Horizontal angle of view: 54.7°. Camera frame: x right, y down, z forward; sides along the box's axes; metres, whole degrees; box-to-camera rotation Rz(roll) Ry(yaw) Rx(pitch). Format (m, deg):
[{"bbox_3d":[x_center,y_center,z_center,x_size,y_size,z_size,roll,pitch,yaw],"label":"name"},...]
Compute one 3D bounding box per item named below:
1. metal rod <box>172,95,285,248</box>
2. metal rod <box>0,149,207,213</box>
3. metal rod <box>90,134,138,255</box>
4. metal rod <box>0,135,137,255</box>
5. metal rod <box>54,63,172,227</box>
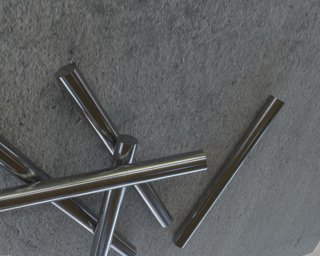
[{"bbox_3d":[0.107,0.079,0.514,0.025,0.025,0.299,21,107,-36],"label":"metal rod"},{"bbox_3d":[-0.097,0.065,0.346,0.302,0.025,0.025,-11,125,-5],"label":"metal rod"},{"bbox_3d":[-0.076,0.144,0.420,0.025,0.025,0.298,2,118,-30],"label":"metal rod"},{"bbox_3d":[-0.114,0.106,0.410,0.025,0.025,0.300,-37,129,-4],"label":"metal rod"},{"bbox_3d":[-0.044,0.046,0.410,0.025,0.025,0.299,-33,129,-7],"label":"metal rod"}]
